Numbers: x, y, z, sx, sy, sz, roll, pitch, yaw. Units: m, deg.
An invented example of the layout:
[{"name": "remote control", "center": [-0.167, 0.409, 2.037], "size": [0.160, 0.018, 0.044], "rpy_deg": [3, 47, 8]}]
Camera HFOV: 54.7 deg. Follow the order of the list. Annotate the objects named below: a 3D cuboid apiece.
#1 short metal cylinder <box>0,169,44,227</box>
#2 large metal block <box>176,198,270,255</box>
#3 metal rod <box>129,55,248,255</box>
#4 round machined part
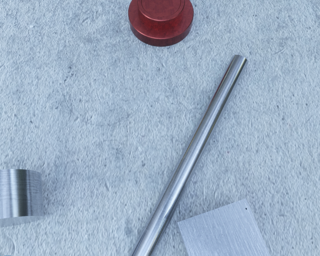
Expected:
[{"name": "short metal cylinder", "center": [-0.175, 0.081, 0.347], "size": [0.081, 0.080, 0.050], "rpy_deg": [-10, 71, -4]}, {"name": "large metal block", "center": [0.069, 0.133, 0.347], "size": [0.081, 0.050, 0.080], "rpy_deg": [-17, 71, -7]}, {"name": "metal rod", "center": [0.045, 0.028, 0.398], "size": [0.025, 0.025, 0.300], "rpy_deg": [26, 72, 9]}, {"name": "round machined part", "center": [0.001, -0.175, 0.463], "size": [0.099, 0.042, 0.098], "rpy_deg": [0, 70, -1]}]
